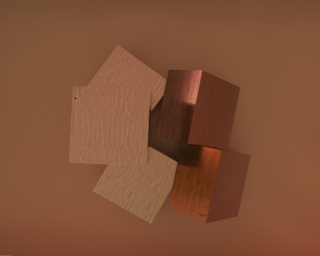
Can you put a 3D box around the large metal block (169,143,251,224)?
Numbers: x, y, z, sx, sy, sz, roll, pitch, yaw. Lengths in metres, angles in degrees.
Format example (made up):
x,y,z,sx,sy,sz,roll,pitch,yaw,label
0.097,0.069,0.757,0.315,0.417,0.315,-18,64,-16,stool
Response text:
x,y,z,sx,sy,sz,roll,pitch,yaw,label
0.063,0.064,0.376,0.050,0.080,0.080,12,90,39,large metal block

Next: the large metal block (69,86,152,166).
x,y,z,sx,sy,sz,roll,pitch,yaw,label
-0.052,-0.002,0.345,0.081,0.050,0.079,3,89,1,large metal block

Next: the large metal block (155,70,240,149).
x,y,z,sx,sy,sz,roll,pitch,yaw,label
0.048,-0.021,0.377,0.081,0.050,0.080,11,90,-45,large metal block

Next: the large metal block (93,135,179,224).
x,y,z,sx,sy,sz,roll,pitch,yaw,label
-0.026,0.060,0.394,0.080,0.050,0.080,30,90,-1,large metal block

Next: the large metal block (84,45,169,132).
x,y,z,sx,sy,sz,roll,pitch,yaw,label
-0.042,-0.045,0.397,0.080,0.050,0.080,36,90,-1,large metal block
